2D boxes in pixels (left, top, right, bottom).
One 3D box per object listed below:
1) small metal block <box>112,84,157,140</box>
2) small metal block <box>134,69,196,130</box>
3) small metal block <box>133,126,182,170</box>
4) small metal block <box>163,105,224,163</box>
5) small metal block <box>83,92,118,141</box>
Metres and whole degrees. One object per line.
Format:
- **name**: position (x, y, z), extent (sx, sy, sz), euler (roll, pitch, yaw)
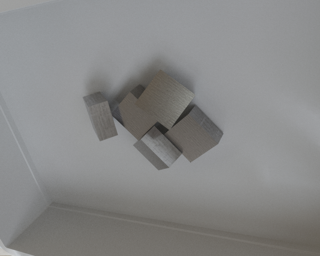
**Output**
- **small metal block**: position (-0.028, -0.020, 0.407), extent (0.050, 0.025, 0.050), euler (44, 129, -3)
- **small metal block**: position (0.007, -0.033, 0.367), extent (0.050, 0.025, 0.050), euler (37, 94, 3)
- **small metal block**: position (-0.005, 0.028, 0.410), extent (0.050, 0.025, 0.050), euler (45, 160, -3)
- **small metal block**: position (0.042, 0.008, 0.388), extent (0.050, 0.025, 0.050), euler (46, 129, -4)
- **small metal block**: position (-0.081, -0.017, 0.420), extent (0.050, 0.025, 0.050), euler (-137, 30, -61)
